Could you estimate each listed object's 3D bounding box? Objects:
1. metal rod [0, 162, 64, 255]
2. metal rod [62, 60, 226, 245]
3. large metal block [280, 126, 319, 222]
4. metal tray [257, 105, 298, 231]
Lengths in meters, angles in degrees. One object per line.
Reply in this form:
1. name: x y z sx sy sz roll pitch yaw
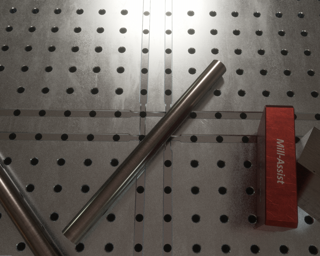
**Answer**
1. metal rod: -0.165 0.105 0.371 0.025 0.025 0.300 -38 75 -13
2. metal rod: -0.010 0.020 0.404 0.025 0.025 0.301 38 74 12
3. large metal block: 0.191 0.057 0.363 0.080 0.050 0.080 38 46 12
4. metal tray: 0.132 0.049 0.358 0.030 0.090 0.130 3 70 13
